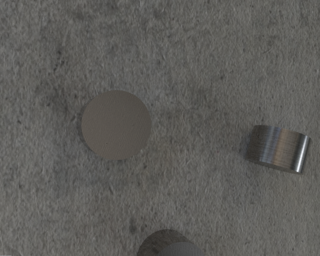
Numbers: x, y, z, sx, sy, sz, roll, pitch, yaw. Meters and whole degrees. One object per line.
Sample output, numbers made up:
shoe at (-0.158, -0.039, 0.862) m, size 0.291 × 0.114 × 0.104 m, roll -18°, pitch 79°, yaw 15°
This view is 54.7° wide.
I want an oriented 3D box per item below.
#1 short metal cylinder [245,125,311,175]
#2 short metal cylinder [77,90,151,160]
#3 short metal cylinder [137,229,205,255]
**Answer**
short metal cylinder at (0.168, 0.032, 0.444) m, size 0.081 × 0.080 × 0.050 m, roll 19°, pitch 84°, yaw -20°
short metal cylinder at (-0.057, -0.004, 0.376) m, size 0.081 × 0.050 × 0.079 m, roll 0°, pitch 90°, yaw -21°
short metal cylinder at (0.014, 0.179, 0.403) m, size 0.081 × 0.050 × 0.079 m, roll 0°, pitch 90°, yaw -20°
